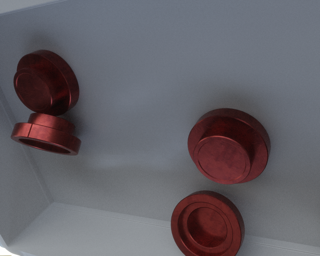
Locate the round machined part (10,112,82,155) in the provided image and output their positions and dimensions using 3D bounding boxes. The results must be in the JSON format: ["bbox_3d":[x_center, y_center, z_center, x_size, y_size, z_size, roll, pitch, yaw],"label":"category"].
[{"bbox_3d":[-0.168,0.008,0.470,0.099,0.042,0.098,11,164,3],"label":"round machined part"}]

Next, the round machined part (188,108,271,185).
[{"bbox_3d":[0.079,0.029,0.374,0.098,0.042,0.097,13,124,21],"label":"round machined part"}]

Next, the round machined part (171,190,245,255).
[{"bbox_3d":[0.068,0.135,0.429,0.098,0.042,0.097,2,94,27],"label":"round machined part"}]

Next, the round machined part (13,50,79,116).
[{"bbox_3d":[-0.171,-0.060,0.451,0.098,0.042,0.097,13,124,21],"label":"round machined part"}]
